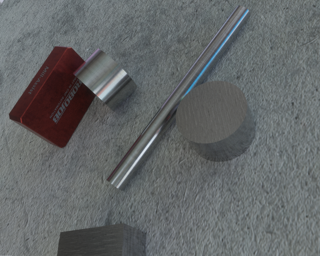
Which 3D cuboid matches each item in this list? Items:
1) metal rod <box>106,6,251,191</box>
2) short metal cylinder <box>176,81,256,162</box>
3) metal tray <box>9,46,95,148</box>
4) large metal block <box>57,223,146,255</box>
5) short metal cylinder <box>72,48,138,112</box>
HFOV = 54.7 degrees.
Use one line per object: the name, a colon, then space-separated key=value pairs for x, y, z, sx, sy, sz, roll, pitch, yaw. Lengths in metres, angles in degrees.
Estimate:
metal rod: x=0.031 y=-0.047 z=0.416 sx=0.025 sy=0.025 sz=0.300 roll=29 pitch=77 yaw=37
short metal cylinder: x=0.065 y=-0.007 z=0.358 sx=0.080 sy=0.050 sz=0.080 roll=-13 pitch=56 yaw=21
metal tray: x=-0.151 y=-0.046 z=0.469 sx=0.030 sy=0.090 sz=0.130 roll=14 pitch=69 yaw=34
large metal block: x=-0.062 y=0.152 z=0.328 sx=0.080 sy=0.050 sz=0.080 roll=-14 pitch=56 yaw=20
short metal cylinder: x=-0.080 y=-0.069 z=0.453 sx=0.050 sy=0.080 sz=0.080 roll=-47 pitch=51 yaw=-4
